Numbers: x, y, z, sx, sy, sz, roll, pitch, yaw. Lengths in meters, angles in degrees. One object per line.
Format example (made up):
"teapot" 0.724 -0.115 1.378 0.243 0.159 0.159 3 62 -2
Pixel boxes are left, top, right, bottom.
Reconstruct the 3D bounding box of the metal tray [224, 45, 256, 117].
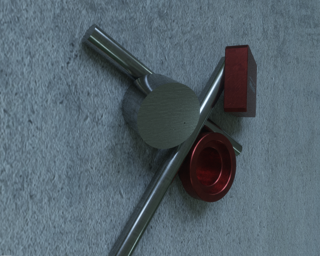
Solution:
"metal tray" 0.125 -0.065 0.470 0.130 0.030 0.089 4 87 -68

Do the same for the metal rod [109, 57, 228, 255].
"metal rod" 0.024 0.030 0.404 0.025 0.025 0.300 41 72 -33

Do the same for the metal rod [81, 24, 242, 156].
"metal rod" 0.023 -0.034 0.426 0.301 0.025 0.025 35 69 -35

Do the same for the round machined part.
"round machined part" 0.063 0.055 0.448 0.099 0.042 0.097 0 90 -40

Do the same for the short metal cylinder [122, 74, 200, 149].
"short metal cylinder" 0.001 -0.021 0.373 0.081 0.050 0.079 -11 115 -24
